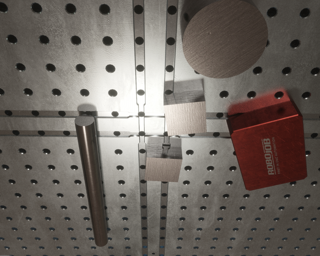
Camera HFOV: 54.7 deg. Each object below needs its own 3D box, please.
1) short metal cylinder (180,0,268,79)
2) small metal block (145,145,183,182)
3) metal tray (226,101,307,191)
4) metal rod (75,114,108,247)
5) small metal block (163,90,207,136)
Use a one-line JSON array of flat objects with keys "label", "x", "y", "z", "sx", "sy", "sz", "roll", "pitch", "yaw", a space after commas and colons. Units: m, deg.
[{"label": "short metal cylinder", "x": 0.062, "y": -0.097, "z": 0.313, "sx": 0.081, "sy": 0.050, "sz": 0.079, "roll": 0, "pitch": 130, "yaw": 0}, {"label": "small metal block", "x": 0.004, "y": 0.053, "z": 0.457, "sx": 0.050, "sy": 0.025, "sz": 0.050, "roll": 4, "pitch": 130, "yaw": -4}, {"label": "metal tray", "x": 0.153, "y": 0.031, "z": 0.437, "sx": 0.090, "sy": 0.030, "sz": 0.130, "roll": -16, "pitch": 129, "yaw": 12}, {"label": "metal rod", "x": -0.105, "y": 0.103, "z": 0.497, "sx": 0.025, "sy": 0.025, "sz": 0.298, "roll": 2, "pitch": 130, "yaw": -2}, {"label": "small metal block", "x": 0.032, "y": -0.019, "z": 0.396, "sx": 0.050, "sy": 0.025, "sz": 0.050, "roll": -6, "pitch": 130, "yaw": 4}]
